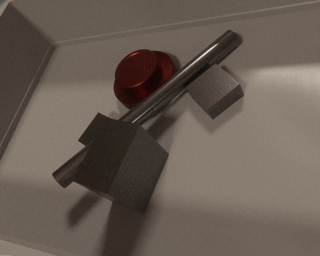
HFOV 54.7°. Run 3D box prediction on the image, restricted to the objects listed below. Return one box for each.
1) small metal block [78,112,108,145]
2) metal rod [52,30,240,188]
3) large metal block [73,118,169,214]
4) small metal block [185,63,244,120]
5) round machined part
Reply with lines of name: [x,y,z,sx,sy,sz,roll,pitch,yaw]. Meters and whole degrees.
small metal block: [-0.079,0.012,0.438,0.050,0.025,0.050,24,75,36]
metal rod: [-0.013,-0.030,0.409,0.301,0.025,0.025,-40,51,-8]
large metal block: [-0.041,0.045,0.363,0.050,0.080,0.080,11,68,32]
small metal block: [0.070,-0.047,0.397,0.050,0.025,0.050,-39,51,2]
round machined part: [-0.026,-0.076,0.454,0.098,0.042,0.098,-13,56,20]
